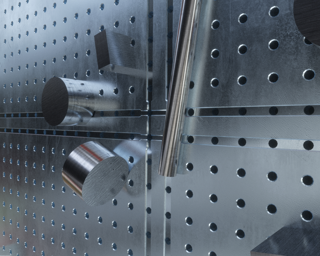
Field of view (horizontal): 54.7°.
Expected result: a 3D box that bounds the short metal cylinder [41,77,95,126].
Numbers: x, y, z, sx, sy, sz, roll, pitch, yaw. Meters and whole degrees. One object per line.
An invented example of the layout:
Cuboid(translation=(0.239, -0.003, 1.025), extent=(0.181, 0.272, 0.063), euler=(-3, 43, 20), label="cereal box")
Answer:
Cuboid(translation=(-0.155, -0.043, 0.522), extent=(0.080, 0.050, 0.080), euler=(0, 90, 40), label="short metal cylinder")

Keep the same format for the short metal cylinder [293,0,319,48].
Cuboid(translation=(0.162, -0.102, 0.260), extent=(0.080, 0.050, 0.080), euler=(0, 90, 40), label="short metal cylinder")

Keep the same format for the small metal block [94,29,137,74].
Cuboid(translation=(-0.064, -0.108, 0.446), extent=(0.025, 0.050, 0.050), euler=(-15, 81, 39), label="small metal block")

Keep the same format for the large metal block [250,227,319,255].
Cuboid(translation=(0.134, 0.122, 0.262), extent=(0.080, 0.081, 0.050), euler=(-9, 84, 39), label="large metal block")

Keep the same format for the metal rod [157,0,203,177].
Cuboid(translation=(0.030, -0.087, 0.384), extent=(0.025, 0.025, 0.298), euler=(13, 99, 39), label="metal rod")

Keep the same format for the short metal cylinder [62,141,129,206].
Cuboid(translation=(-0.093, 0.066, 0.450), extent=(0.050, 0.081, 0.079), euler=(29, 108, 36), label="short metal cylinder")
